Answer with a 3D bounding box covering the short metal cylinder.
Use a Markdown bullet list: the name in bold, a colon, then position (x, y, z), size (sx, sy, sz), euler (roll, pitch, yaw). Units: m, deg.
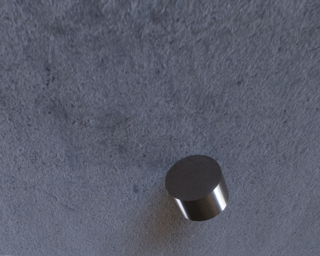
- **short metal cylinder**: position (0.054, 0.085, 0.444), size (0.080, 0.080, 0.050), euler (-15, 129, 12)
